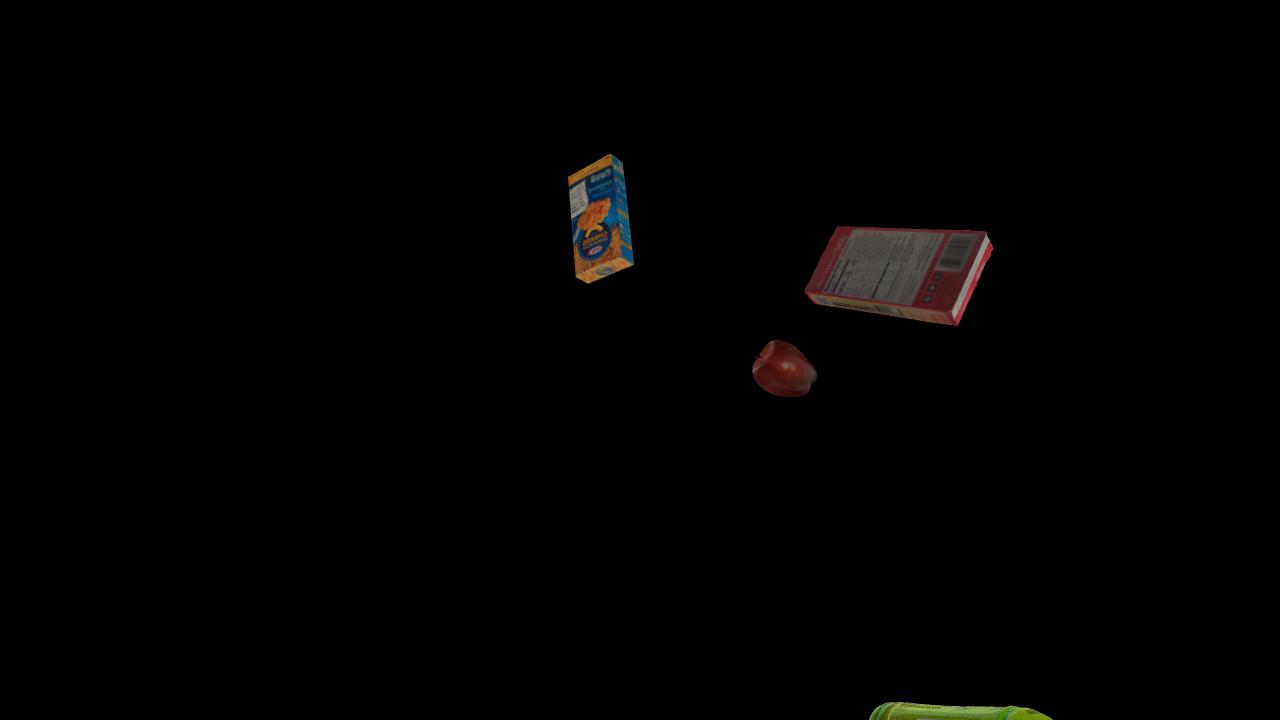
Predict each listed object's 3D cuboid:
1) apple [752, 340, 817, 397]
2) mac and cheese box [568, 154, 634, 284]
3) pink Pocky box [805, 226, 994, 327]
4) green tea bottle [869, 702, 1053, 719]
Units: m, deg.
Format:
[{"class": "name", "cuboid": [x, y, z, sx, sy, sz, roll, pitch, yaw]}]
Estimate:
[{"class": "apple", "cuboid": [0.212, 0.015, 0.914, 0.093, 0.079, 0.079, 30, 0, 0]}, {"class": "mac and cheese box", "cuboid": [-0.064, -0.223, 0.972, 0.093, 0.184, 0.041, -17, -21, 29]}, {"class": "pink Pocky box", "cuboid": [0.243, -0.085, 0.593, 0.029, 0.084, 0.155, 36, -12, -39]}, {"class": "green tea bottle", "cuboid": [0.291, 0.330, 0.518, 0.073, 0.073, 0.212, 0, -23, -27]}]
